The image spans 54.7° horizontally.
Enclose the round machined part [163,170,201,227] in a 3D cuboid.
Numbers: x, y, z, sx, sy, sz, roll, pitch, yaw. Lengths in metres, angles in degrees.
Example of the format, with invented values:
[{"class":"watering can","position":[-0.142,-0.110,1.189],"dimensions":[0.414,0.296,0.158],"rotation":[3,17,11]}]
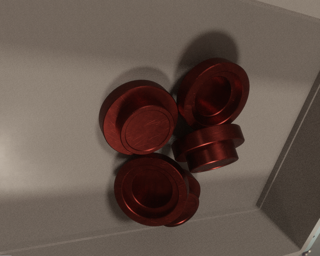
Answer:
[{"class":"round machined part","position":[0.022,0.115,0.483],"dimensions":[0.099,0.042,0.097],"rotation":[-14,125,-21]}]

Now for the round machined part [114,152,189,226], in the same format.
[{"class":"round machined part","position":[-0.009,0.079,0.422],"dimensions":[0.098,0.042,0.097],"rotation":[3,103,12]}]

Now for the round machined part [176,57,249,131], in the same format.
[{"class":"round machined part","position":[0.065,-0.046,0.407],"dimensions":[0.099,0.042,0.097],"rotation":[-14,124,-21]}]

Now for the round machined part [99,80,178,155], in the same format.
[{"class":"round machined part","position":[-0.022,-0.006,0.381],"dimensions":[0.099,0.042,0.097],"rotation":[-13,125,-19]}]

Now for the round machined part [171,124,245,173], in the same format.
[{"class":"round machined part","position":[0.068,0.032,0.424],"dimensions":[0.099,0.042,0.098],"rotation":[-13,162,-4]}]
